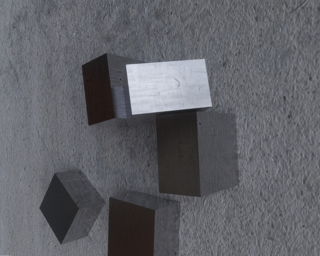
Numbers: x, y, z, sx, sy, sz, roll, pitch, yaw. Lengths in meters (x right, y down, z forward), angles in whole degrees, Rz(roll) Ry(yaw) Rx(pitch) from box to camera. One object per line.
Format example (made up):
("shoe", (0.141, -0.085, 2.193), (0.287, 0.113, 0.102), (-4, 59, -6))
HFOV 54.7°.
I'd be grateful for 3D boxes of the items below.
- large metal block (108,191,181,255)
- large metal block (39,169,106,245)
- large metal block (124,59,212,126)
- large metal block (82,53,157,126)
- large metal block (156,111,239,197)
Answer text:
("large metal block", (-0.022, 0.133, 0.407), (0.080, 0.050, 0.079), (4, 92, 40))
("large metal block", (-0.146, 0.127, 0.509), (0.080, 0.050, 0.080), (43, 116, 31))
("large metal block", (0.003, -0.036, 0.345), (0.080, 0.081, 0.050), (140, 123, -78))
("large metal block", (-0.051, -0.046, 0.411), (0.050, 0.081, 0.080), (-13, 82, 39))
("large metal block", (0.042, 0.025, 0.334), (0.050, 0.081, 0.080), (-4, 88, 40))
